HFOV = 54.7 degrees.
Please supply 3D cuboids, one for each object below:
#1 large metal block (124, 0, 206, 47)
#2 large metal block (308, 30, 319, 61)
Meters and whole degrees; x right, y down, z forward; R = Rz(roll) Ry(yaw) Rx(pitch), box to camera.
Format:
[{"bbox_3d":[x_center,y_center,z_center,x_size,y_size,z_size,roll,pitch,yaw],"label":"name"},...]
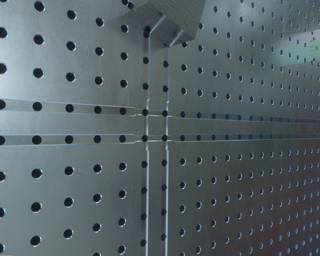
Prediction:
[{"bbox_3d":[0.011,-0.166,0.404,0.080,0.050,0.080,27,73,-37],"label":"large metal block"},{"bbox_3d":[0.406,-0.201,0.718,0.080,0.080,0.050,-40,115,-33],"label":"large metal block"}]
